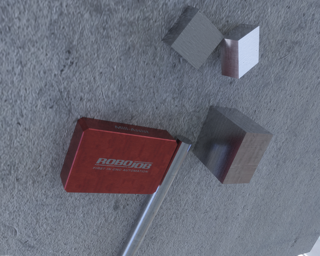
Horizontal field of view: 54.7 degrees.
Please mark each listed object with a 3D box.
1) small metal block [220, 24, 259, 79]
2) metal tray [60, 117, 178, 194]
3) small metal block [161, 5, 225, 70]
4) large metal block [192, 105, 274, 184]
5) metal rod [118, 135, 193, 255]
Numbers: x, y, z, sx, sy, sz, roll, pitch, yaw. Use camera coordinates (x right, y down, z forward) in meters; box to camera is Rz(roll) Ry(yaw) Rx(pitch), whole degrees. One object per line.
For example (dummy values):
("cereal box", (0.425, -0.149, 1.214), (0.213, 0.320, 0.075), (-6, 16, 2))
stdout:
("small metal block", (0.102, -0.098, 0.393), (0.050, 0.025, 0.050), (-39, 134, -33))
("metal tray", (-0.051, 0.041, 0.402), (0.131, 0.030, 0.089), (9, 114, -33))
("small metal block", (0.039, -0.105, 0.365), (0.050, 0.025, 0.050), (32, 100, -38))
("large metal block", (0.100, 0.023, 0.442), (0.050, 0.080, 0.079), (5, 116, -31))
("metal rod", (-0.025, 0.145, 0.484), (0.025, 0.025, 0.298), (12, 112, -34))
